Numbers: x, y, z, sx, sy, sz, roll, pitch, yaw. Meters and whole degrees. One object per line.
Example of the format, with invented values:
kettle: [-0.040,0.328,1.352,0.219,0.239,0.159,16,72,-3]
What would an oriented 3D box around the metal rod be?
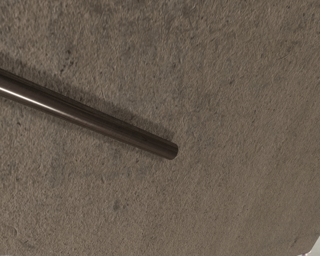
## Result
metal rod: [-0.092,-0.016,0.347,0.302,0.025,0.025,25,105,-37]
